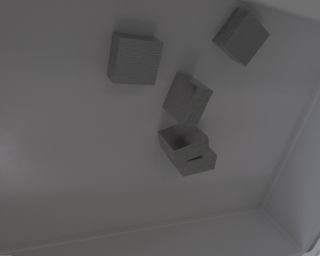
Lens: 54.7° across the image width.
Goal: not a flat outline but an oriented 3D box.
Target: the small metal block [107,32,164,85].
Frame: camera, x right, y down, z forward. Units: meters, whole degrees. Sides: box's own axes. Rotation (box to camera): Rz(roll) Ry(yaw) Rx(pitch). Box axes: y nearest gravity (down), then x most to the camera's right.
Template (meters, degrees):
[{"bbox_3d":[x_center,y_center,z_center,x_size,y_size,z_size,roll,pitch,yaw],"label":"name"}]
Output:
[{"bbox_3d":[-0.028,-0.077,0.346,0.050,0.025,0.050,-2,119,-28],"label":"small metal block"}]

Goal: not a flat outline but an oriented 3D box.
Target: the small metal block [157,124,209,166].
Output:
[{"bbox_3d":[0.031,0.018,0.421,0.050,0.050,0.025,-21,127,-16],"label":"small metal block"}]

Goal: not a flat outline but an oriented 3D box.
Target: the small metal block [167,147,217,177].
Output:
[{"bbox_3d":[0.045,0.039,0.441,0.050,0.050,0.025,-10,123,-23],"label":"small metal block"}]

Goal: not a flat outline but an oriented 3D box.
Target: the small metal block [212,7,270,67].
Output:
[{"bbox_3d":[0.103,-0.115,0.394,0.050,0.025,0.050,28,103,-38],"label":"small metal block"}]

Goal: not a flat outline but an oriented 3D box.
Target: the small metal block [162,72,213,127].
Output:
[{"bbox_3d":[0.033,-0.036,0.388,0.025,0.050,0.050,10,113,-33],"label":"small metal block"}]
